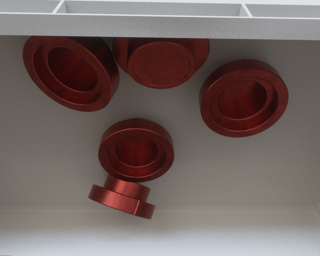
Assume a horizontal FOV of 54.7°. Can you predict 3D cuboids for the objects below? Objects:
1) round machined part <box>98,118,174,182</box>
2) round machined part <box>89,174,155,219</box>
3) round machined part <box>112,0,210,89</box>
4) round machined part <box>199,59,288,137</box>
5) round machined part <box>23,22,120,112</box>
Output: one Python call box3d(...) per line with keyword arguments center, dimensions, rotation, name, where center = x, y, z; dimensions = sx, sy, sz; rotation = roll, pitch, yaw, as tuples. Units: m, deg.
box3d(center=(-0.031, 0.026, 0.418), dimensions=(0.099, 0.042, 0.097), rotation=(-1, 129, -1), name="round machined part")
box3d(center=(-0.052, 0.099, 0.460), dimensions=(0.098, 0.042, 0.098), rotation=(18, 167, 5), name="round machined part")
box3d(center=(0.001, -0.076, 0.315), dimensions=(0.099, 0.042, 0.098), rotation=(-1, 149, -1), name="round machined part")
box3d(center=(0.095, -0.038, 0.367), dimensions=(0.099, 0.042, 0.097), rotation=(-1, 130, 0), name="round machined part")
box3d(center=(-0.088, -0.066, 0.327), dimensions=(0.098, 0.042, 0.097), rotation=(13, 140, 12), name="round machined part")
